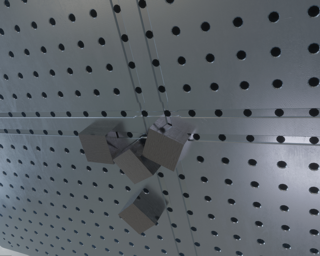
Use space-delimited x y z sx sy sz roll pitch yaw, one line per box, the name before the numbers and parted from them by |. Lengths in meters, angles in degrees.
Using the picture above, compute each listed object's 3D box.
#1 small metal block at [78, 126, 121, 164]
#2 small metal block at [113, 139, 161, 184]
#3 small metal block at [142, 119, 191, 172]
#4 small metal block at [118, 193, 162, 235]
small metal block | -0.091 0.026 0.476 0.050 0.025 0.050 2 120 27
small metal block | -0.034 0.050 0.457 0.050 0.025 0.050 49 136 -7
small metal block | 0.008 0.024 0.423 0.050 0.025 0.050 26 127 12
small metal block | -0.034 0.144 0.519 0.050 0.025 0.050 44 129 -2
